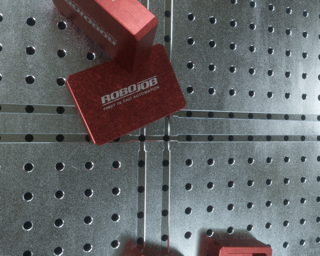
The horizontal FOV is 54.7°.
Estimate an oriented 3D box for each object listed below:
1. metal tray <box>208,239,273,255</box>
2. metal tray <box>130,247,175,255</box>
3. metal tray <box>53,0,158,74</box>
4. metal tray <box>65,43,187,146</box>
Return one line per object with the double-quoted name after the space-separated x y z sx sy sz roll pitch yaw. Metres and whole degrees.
0.112 0.233 0.453 0.091 0.030 0.129 9 87 -20 "metal tray"
-0.012 0.234 0.406 0.091 0.030 0.129 21 83 -19 "metal tray"
-0.065 -0.126 0.335 0.130 0.090 0.030 42 75 2 "metal tray"
-0.041 -0.044 0.396 0.131 0.030 0.090 -25 99 -19 "metal tray"
